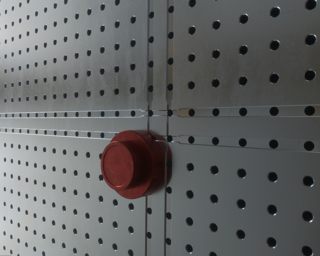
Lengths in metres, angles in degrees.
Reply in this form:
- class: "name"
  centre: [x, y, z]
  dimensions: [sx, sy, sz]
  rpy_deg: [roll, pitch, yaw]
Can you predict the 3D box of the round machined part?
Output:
- class: "round machined part"
  centre: [-0.046, 0.052, 0.438]
  dimensions: [0.098, 0.042, 0.097]
  rpy_deg: [0, 90, 40]
